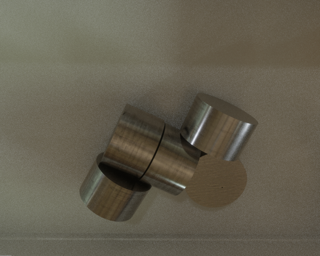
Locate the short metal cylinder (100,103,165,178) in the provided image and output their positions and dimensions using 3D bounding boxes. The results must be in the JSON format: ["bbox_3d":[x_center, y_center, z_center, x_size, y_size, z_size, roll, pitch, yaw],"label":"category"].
[{"bbox_3d":[-0.034,0.016,0.386,0.050,0.080,0.080,24,108,-9],"label":"short metal cylinder"}]

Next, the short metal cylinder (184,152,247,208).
[{"bbox_3d":[0.071,0.059,0.419,0.081,0.050,0.079,0,110,-1],"label":"short metal cylinder"}]

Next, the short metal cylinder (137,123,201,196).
[{"bbox_3d":[0.011,0.039,0.396,0.050,0.080,0.080,25,108,-9],"label":"short metal cylinder"}]

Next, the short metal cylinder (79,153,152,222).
[{"bbox_3d":[-0.057,0.075,0.407,0.080,0.080,0.050,28,108,-10],"label":"short metal cylinder"}]

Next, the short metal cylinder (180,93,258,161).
[{"bbox_3d":[0.071,-0.003,0.380,0.080,0.080,0.050,22,109,-8],"label":"short metal cylinder"}]
